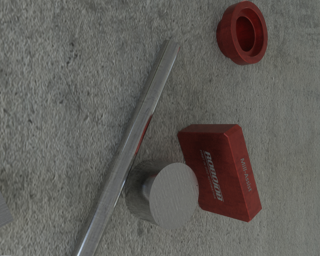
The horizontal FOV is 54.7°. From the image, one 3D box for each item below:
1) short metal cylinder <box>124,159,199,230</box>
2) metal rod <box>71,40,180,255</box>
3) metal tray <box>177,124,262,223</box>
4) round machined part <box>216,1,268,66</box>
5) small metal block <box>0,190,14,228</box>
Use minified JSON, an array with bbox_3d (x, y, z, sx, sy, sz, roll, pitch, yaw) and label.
[{"bbox_3d":[0.003,0.081,0.391,0.081,0.050,0.080,0,90,-40],"label":"short metal cylinder"},{"bbox_3d":[-0.037,0.022,0.373,0.025,0.025,0.299,34,69,-35],"label":"metal rod"},{"bbox_3d":[0.081,0.060,0.430,0.030,0.090,0.129,-29,109,-36],"label":"metal tray"},{"bbox_3d":[0.129,-0.150,0.501,0.099,0.042,0.097,0,90,-40],"label":"round machined part"},{"bbox_3d":[-0.165,0.069,0.267,0.050,0.025,0.050,-27,107,-37],"label":"small metal block"}]
